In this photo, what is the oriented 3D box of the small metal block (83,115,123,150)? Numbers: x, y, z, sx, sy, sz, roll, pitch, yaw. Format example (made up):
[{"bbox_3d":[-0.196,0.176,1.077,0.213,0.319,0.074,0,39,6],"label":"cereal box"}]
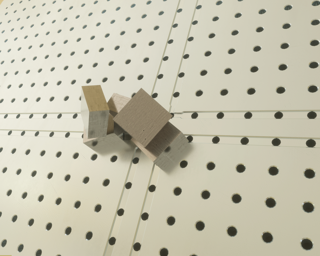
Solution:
[{"bbox_3d":[-0.082,-0.001,0.451,0.050,0.025,0.050,-18,55,17],"label":"small metal block"}]

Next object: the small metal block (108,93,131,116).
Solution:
[{"bbox_3d":[-0.039,-0.019,0.423,0.050,0.050,0.025,20,73,35],"label":"small metal block"}]

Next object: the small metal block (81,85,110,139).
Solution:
[{"bbox_3d":[-0.088,-0.022,0.414,0.025,0.050,0.050,-7,49,-22],"label":"small metal block"}]

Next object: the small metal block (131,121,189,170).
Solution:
[{"bbox_3d":[0.000,0.016,0.398,0.050,0.025,0.050,-46,51,-4],"label":"small metal block"}]

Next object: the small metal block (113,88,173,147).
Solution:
[{"bbox_3d":[-0.022,-0.012,0.376,0.050,0.025,0.050,42,83,-6],"label":"small metal block"}]
